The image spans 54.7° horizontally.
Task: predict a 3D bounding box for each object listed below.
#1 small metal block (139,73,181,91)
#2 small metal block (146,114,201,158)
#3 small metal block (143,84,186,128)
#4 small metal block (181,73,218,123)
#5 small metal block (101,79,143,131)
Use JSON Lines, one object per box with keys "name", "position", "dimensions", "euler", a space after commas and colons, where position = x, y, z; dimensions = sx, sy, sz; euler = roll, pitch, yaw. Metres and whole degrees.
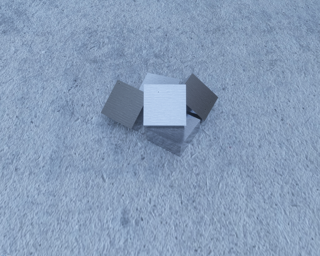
{"name": "small metal block", "position": [-0.002, -0.050, 0.447], "dimensions": [0.050, 0.025, 0.050], "euler": [14, 51, 11]}
{"name": "small metal block", "position": [0.017, 0.003, 0.403], "dimensions": [0.050, 0.025, 0.050], "euler": [26, 55, 20]}
{"name": "small metal block", "position": [0.006, -0.026, 0.379], "dimensions": [0.050, 0.025, 0.050], "euler": [0, 83, 0]}
{"name": "small metal block", "position": [0.045, -0.038, 0.423], "dimensions": [0.050, 0.025, 0.050], "euler": [41, 54, -10]}
{"name": "small metal block", "position": [-0.042, -0.030, 0.414], "dimensions": [0.050, 0.025, 0.050], "euler": [27, 91, 19]}
